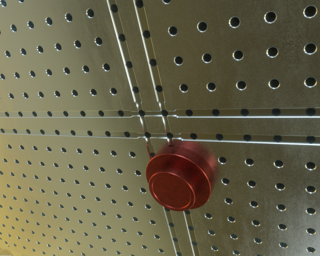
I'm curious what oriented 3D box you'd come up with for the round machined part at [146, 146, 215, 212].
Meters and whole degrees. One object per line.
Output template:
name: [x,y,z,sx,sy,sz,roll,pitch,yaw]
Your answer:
round machined part: [0.024,0.078,0.435,0.098,0.042,0.097,13,124,20]
